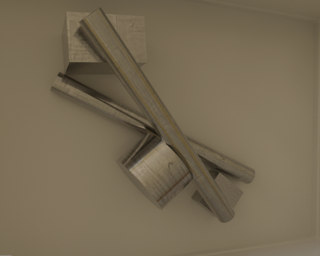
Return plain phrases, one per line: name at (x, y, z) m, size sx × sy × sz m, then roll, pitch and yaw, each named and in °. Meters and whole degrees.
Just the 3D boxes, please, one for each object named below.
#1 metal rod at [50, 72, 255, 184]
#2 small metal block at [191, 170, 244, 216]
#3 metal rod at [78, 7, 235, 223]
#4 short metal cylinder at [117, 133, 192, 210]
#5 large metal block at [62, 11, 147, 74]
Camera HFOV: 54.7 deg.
metal rod at (0.004, 0.008, 0.412) m, size 0.301 × 0.025 × 0.025 m, roll 26°, pitch 81°, yaw -19°
small metal block at (0.082, 0.096, 0.441) m, size 0.050 × 0.025 × 0.050 m, roll 40°, pitch 77°, yaw -16°
metal rod at (0.012, 0.005, 0.352) m, size 0.025 × 0.025 × 0.299 m, roll -42°, pitch 116°, yaw -15°
short metal cylinder at (-0.007, 0.053, 0.377) m, size 0.050 × 0.080 × 0.080 m, roll -42°, pitch 104°, yaw -15°
large metal block at (-0.067, -0.093, 0.356) m, size 0.081 × 0.080 × 0.050 m, roll -4°, pitch 92°, yaw -20°
